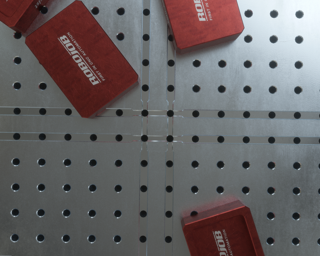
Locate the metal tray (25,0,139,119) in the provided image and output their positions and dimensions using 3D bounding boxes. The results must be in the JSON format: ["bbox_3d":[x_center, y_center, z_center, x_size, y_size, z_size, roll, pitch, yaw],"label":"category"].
[{"bbox_3d":[-0.100,-0.088,0.410,0.090,0.030,0.130,-37,90,0],"label":"metal tray"}]

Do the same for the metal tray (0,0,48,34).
[{"bbox_3d":[-0.187,-0.205,0.409,0.090,0.030,0.130,36,90,0],"label":"metal tray"}]

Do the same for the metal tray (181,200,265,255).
[{"bbox_3d":[0.090,0.173,0.411,0.090,0.030,0.129,-18,90,0],"label":"metal tray"}]

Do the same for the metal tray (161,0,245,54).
[{"bbox_3d":[0.049,-0.174,0.411,0.090,0.030,0.129,-16,90,0],"label":"metal tray"}]
